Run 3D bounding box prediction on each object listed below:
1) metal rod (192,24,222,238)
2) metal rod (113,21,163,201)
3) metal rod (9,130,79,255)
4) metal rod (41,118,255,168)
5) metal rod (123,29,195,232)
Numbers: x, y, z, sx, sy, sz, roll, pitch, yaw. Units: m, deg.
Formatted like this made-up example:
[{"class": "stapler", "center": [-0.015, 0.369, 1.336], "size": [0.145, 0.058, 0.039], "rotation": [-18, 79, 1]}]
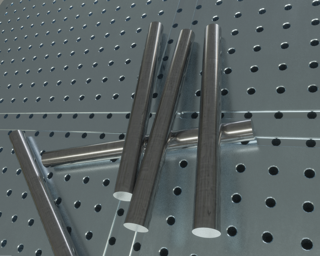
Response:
[{"class": "metal rod", "center": [0.059, -0.025, 0.363], "size": [0.025, 0.025, 0.300], "rotation": [-10, 49, 23]}, {"class": "metal rod", "center": [-0.022, -0.046, 0.423], "size": [0.025, 0.025, 0.300], "rotation": [-10, 50, 22]}, {"class": "metal rod", "center": [-0.162, 0.099, 0.430], "size": [0.025, 0.025, 0.300], "rotation": [-42, 51, -1]}, {"class": "metal rod", "center": [-0.031, 0.024, 0.408], "size": [0.301, 0.025, 0.025], "rotation": [-10, 58, 22]}, {"class": "metal rod", "center": [0.009, -0.022, 0.388], "size": [0.025, 0.025, 0.300], "rotation": [-4, 51, 26]}]
